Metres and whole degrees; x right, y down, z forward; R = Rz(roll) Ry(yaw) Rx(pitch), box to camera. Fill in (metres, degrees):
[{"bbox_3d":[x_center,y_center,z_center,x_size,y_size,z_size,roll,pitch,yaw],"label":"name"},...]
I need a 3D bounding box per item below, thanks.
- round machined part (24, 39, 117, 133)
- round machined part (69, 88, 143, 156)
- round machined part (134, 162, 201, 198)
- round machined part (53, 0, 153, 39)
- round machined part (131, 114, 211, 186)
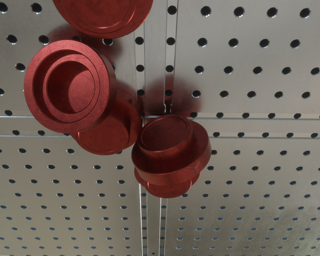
[{"bbox_3d":[-0.093,-0.044,0.341,0.098,0.042,0.097,1,92,12],"label":"round machined part"},{"bbox_3d":[-0.072,-0.003,0.397,0.099,0.042,0.097,-1,130,0],"label":"round machined part"},{"bbox_3d":[0.011,0.067,0.458,0.099,0.042,0.097,-1,130,0],"label":"round machined part"},{"bbox_3d":[-0.055,-0.129,0.290,0.099,0.042,0.097,0,130,0],"label":"round machined part"},{"bbox_3d":[0.011,0.020,0.381,0.098,0.098,0.042,-13,127,10],"label":"round machined part"}]
